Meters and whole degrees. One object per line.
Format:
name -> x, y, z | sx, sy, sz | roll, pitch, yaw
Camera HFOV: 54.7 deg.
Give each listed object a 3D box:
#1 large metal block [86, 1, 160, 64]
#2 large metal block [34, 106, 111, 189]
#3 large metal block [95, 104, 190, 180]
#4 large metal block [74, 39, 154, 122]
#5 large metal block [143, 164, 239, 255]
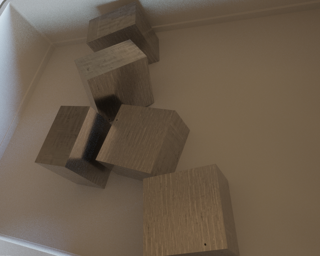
large metal block -> -0.055, -0.135, 0.480 | 0.080, 0.080, 0.050 | -15, 56, 19
large metal block -> -0.101, 0.026, 0.406 | 0.050, 0.080, 0.080 | 3, 63, 29
large metal block -> -0.019, 0.021, 0.386 | 0.080, 0.050, 0.080 | 9, 66, 31
large metal block -> -0.059, -0.062, 0.423 | 0.081, 0.080, 0.050 | -26, 49, -15
large metal block -> 0.030, 0.090, 0.318 | 0.080, 0.050, 0.080 | -15, 56, 19
